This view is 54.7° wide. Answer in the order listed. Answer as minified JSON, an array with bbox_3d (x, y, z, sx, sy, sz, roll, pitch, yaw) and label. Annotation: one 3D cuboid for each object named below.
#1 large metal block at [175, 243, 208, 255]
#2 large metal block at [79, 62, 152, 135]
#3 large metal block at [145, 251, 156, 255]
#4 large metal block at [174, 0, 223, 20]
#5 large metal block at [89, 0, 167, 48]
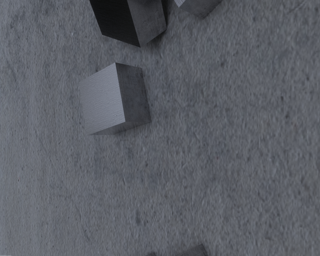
[{"bbox_3d":[0.026,0.195,0.366,0.080,0.050,0.080,-39,67,33],"label":"large metal block"},{"bbox_3d":[-0.065,-0.037,0.440,0.080,0.050,0.080,-17,79,38],"label":"large metal block"},{"bbox_3d":[-0.034,0.225,0.414,0.080,0.050,0.080,-39,67,33],"label":"large metal block"},{"bbox_3d":[0.046,-0.186,0.350,0.080,0.050,0.080,-40,66,32],"label":"large metal block"},{"bbox_3d":[-0.044,-0.159,0.397,0.080,0.050,0.080,28,149,36],"label":"large metal block"}]
